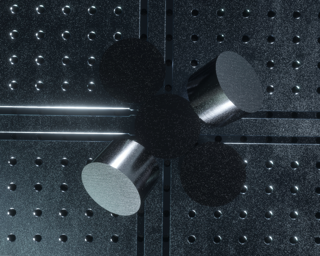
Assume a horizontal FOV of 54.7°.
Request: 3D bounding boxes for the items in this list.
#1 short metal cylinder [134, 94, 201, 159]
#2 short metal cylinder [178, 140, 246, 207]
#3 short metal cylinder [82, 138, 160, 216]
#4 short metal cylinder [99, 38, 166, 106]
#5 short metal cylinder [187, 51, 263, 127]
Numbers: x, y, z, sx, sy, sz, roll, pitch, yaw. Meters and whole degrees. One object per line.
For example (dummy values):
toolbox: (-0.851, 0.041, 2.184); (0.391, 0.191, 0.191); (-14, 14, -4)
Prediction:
short metal cylinder: (0.009, -0.002, 0.401); (0.081, 0.050, 0.079); (0, 90, -1)
short metal cylinder: (0.065, 0.056, 0.402); (0.081, 0.050, 0.079); (0, 90, -1)
short metal cylinder: (-0.047, 0.060, 0.380); (0.080, 0.050, 0.079); (15, 127, 21)
short metal cylinder: (-0.034, -0.070, 0.400); (0.081, 0.050, 0.079); (0, 90, -1)
short metal cylinder: (0.080, -0.047, 0.382); (0.081, 0.050, 0.080); (16, 61, -31)
